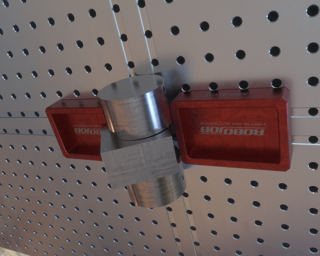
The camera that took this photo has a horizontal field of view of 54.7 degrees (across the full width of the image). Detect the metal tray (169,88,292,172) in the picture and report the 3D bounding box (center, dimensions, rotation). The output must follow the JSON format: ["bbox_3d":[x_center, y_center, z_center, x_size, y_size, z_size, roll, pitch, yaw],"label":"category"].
[{"bbox_3d":[0.083,0.002,0.365,0.130,0.030,0.089,1,119,27],"label":"metal tray"}]

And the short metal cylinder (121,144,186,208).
[{"bbox_3d":[-0.008,0.061,0.417,0.080,0.080,0.050,2,119,27],"label":"short metal cylinder"}]

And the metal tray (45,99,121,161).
[{"bbox_3d":[-0.100,0.004,0.463,0.130,0.030,0.089,1,119,27],"label":"metal tray"}]

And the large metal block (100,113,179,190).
[{"bbox_3d":[-0.027,0.024,0.386,0.080,0.080,0.050,-13,116,-4],"label":"large metal block"}]

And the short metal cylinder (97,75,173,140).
[{"bbox_3d":[-0.029,-0.027,0.374,0.080,0.080,0.050,2,119,27],"label":"short metal cylinder"}]
